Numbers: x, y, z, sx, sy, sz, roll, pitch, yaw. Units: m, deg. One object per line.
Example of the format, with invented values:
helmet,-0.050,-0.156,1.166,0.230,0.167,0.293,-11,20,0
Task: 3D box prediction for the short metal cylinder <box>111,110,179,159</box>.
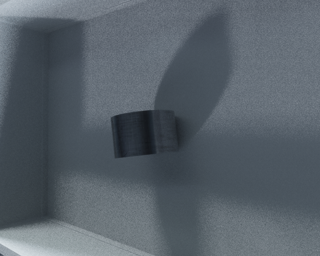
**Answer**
short metal cylinder,-0.019,0.009,0.388,0.080,0.081,0.050,-10,83,39
